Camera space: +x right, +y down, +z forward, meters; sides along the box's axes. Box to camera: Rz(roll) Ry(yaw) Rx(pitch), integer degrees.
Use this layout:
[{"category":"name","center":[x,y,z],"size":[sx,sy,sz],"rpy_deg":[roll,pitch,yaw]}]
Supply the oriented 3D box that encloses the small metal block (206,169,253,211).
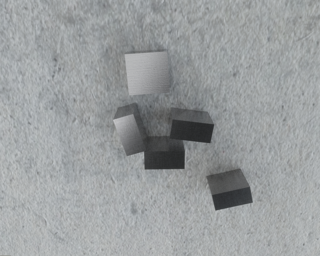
[{"category":"small metal block","center":[0.095,0.084,0.429],"size":[0.050,0.050,0.025],"rpy_deg":[-13,110,4]}]

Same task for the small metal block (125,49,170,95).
[{"category":"small metal block","center":[-0.015,-0.069,0.384],"size":[0.050,0.025,0.050],"rpy_deg":[-4,110,1]}]

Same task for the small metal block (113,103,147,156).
[{"category":"small metal block","center":[-0.036,0.001,0.396],"size":[0.025,0.050,0.050],"rpy_deg":[-16,110,5]}]

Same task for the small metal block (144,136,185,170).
[{"category":"small metal block","center":[0.006,0.032,0.408],"size":[0.050,0.050,0.025],"rpy_deg":[-1,110,0]}]

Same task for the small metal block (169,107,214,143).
[{"category":"small metal block","center":[0.038,-0.004,0.395],"size":[0.050,0.050,0.025],"rpy_deg":[7,110,-3]}]
